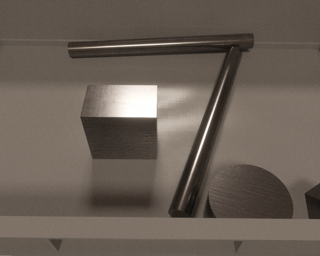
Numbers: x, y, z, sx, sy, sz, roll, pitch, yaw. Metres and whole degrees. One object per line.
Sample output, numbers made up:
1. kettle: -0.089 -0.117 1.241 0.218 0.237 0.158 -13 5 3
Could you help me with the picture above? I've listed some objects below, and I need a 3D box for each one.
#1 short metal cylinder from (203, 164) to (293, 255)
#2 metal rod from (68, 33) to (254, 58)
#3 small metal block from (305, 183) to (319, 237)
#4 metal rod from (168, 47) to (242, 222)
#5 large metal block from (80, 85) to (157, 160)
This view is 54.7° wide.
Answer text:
1. short metal cylinder: 0.088 0.085 0.319 0.081 0.050 0.080 0 50 0
2. metal rod: 0.002 -0.137 0.513 0.302 0.025 0.025 -3 50 -1
3. small metal block: 0.176 0.088 0.304 0.025 0.050 0.050 -25 21 -20
4. metal rod: 0.072 -0.015 0.418 0.025 0.025 0.301 16 52 12
5. large metal block: -0.044 -0.005 0.373 0.081 0.080 0.050 0 50 0
